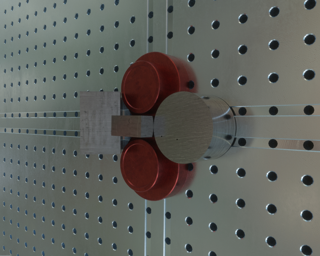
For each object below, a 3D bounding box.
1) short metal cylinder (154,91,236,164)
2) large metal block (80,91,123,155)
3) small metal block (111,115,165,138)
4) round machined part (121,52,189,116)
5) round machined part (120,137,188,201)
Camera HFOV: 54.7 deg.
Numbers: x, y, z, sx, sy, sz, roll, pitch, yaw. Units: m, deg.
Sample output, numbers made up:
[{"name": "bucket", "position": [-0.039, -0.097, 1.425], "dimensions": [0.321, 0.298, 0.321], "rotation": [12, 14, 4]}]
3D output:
[{"name": "short metal cylinder", "position": [0.039, -0.001, 0.359], "dimensions": [0.080, 0.050, 0.080], "rotation": [0, 90, 40]}, {"name": "large metal block", "position": [-0.078, -0.007, 0.431], "dimensions": [0.050, 0.080, 0.080], "rotation": [0, 90, -4]}, {"name": "small metal block", "position": [-0.024, -0.002, 0.385], "dimensions": [0.050, 0.050, 0.025], "rotation": [2, 92, 40]}, {"name": "round machined part", "position": [-0.013, -0.052, 0.410], "dimensions": [0.098, 0.042, 0.097], "rotation": [0, 90, 40]}, {"name": "round machined part", "position": [-0.015, 0.048, 0.411], "dimensions": [0.098, 0.042, 0.097], "rotation": [0, 90, 40]}]
